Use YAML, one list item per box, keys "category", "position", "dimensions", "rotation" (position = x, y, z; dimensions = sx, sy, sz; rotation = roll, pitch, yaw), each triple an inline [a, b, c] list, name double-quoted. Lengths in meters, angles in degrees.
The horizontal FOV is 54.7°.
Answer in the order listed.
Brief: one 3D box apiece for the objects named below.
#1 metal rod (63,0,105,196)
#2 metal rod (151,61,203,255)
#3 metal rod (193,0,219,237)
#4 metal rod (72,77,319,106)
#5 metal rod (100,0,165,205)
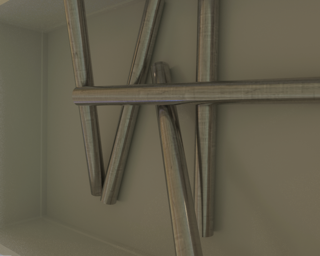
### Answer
- category: "metal rod"
  position: [-0.102, -0.038, 0.433]
  dimensions: [0.025, 0.025, 0.298]
  rotation: [16, 118, 39]
- category: "metal rod"
  position: [0.017, 0.047, 0.330]
  dimensions: [0.025, 0.025, 0.299]
  rotation: [-33, 50, 35]
- category: "metal rod"
  position: [0.054, -0.025, 0.362]
  dimensions: [0.025, 0.025, 0.298]
  rotation: [2, 91, 40]
- category: "metal rod"
  position: [0.028, -0.038, 0.340]
  dimensions: [0.300, 0.025, 0.025]
  rotation: [2, 91, 26]
- category: "metal rod"
  position: [-0.042, -0.031, 0.441]
  dimensions: [0.025, 0.025, 0.298]
  rotation: [24, 105, 37]
